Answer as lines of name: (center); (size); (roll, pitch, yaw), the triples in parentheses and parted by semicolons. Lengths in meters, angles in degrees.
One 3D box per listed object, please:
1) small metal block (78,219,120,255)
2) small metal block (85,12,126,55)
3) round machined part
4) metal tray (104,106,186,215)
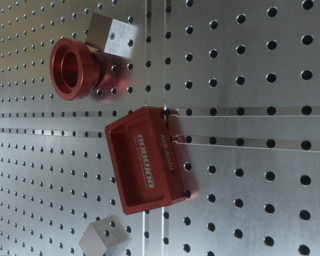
small metal block: (-0.097, 0.182, 0.487); (0.050, 0.025, 0.050); (45, 117, 30)
small metal block: (-0.085, -0.145, 0.477); (0.050, 0.025, 0.050); (30, 108, 35)
round machined part: (-0.135, -0.094, 0.501); (0.098, 0.042, 0.097); (9, 103, 42)
metal tray: (-0.024, 0.045, 0.423); (0.090, 0.030, 0.129); (-24, 75, 37)
